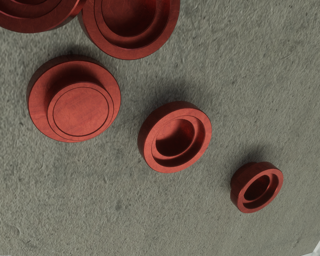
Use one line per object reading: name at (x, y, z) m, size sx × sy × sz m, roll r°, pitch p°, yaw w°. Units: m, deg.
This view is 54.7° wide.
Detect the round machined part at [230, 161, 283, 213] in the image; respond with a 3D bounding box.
round machined part at (0.164, 0.099, 0.546) m, size 0.099 × 0.042 × 0.097 m, roll -14°, pitch 124°, yaw -21°

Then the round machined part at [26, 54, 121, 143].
round machined part at (-0.088, -0.025, 0.332) m, size 0.099 × 0.042 × 0.097 m, roll -14°, pitch 124°, yaw -21°

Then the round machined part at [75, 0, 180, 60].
round machined part at (-0.033, -0.120, 0.301) m, size 0.099 × 0.042 × 0.097 m, roll -16°, pitch 126°, yaw -23°

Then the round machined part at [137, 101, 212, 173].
round machined part at (0.016, 0.008, 0.409) m, size 0.099 × 0.042 × 0.097 m, roll -14°, pitch 124°, yaw -21°

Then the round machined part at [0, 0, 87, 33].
round machined part at (-0.102, -0.127, 0.244) m, size 0.099 × 0.042 × 0.097 m, roll 1°, pitch 111°, yaw 2°
